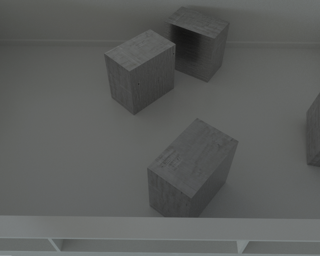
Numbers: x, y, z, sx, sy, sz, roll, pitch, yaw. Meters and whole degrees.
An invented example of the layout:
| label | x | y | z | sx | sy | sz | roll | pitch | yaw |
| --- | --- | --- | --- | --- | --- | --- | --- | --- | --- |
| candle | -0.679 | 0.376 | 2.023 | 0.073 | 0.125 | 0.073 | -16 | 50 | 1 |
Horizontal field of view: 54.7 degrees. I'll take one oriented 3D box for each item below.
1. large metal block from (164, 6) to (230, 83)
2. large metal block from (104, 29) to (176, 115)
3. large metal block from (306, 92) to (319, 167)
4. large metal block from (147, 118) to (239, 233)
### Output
| label | x | y | z | sx | sy | sz | roll | pitch | yaw |
| --- | --- | --- | --- | --- | --- | --- | --- | --- | --- |
| large metal block | 0.054 | -0.128 | 0.477 | 0.080 | 0.080 | 0.050 | 26 | 55 | 20 |
| large metal block | -0.025 | -0.078 | 0.435 | 0.080 | 0.080 | 0.050 | -37 | 59 | -27 |
| large metal block | 0.229 | 0.007 | 0.377 | 0.080 | 0.050 | 0.080 | 10 | 60 | 8 |
| large metal block | 0.033 | 0.050 | 0.327 | 0.050 | 0.080 | 0.080 | 32 | 57 | 24 |
